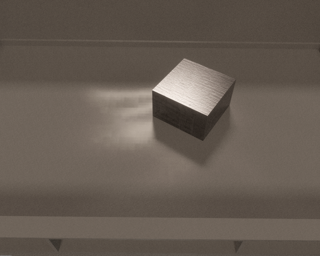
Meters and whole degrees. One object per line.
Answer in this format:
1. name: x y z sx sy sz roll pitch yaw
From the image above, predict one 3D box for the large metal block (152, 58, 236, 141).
1. large metal block: 0.046 -0.041 0.424 0.080 0.050 0.080 27 55 20
